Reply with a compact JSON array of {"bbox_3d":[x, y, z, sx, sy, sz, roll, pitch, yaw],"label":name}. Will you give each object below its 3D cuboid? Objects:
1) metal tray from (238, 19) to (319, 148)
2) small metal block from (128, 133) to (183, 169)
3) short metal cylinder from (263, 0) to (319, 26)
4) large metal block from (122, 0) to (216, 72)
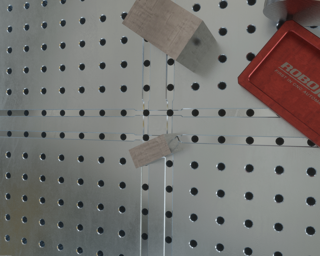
[{"bbox_3d":[0.167,-0.047,0.350,0.130,0.030,0.090,42,103,15],"label":"metal tray"},{"bbox_3d":[-0.004,0.029,0.401,0.050,0.050,0.025,-25,82,18],"label":"small metal block"},{"bbox_3d":[0.156,-0.146,0.328,0.080,0.080,0.050,12,94,19],"label":"short metal cylinder"},{"bbox_3d":[0.014,-0.117,0.378,0.080,0.080,0.050,38,102,16],"label":"large metal block"}]
